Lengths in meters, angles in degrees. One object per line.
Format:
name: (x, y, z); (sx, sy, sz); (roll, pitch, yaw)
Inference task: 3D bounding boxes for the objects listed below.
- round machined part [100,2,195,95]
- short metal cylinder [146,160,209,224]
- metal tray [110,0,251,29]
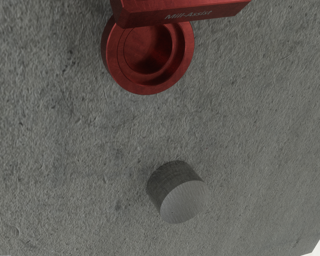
round machined part: (-0.016, -0.088, 0.333); (0.099, 0.042, 0.097); (-14, 124, -21)
short metal cylinder: (0.026, 0.096, 0.464); (0.081, 0.050, 0.079); (-14, 124, -21)
metal tray: (0.014, -0.147, 0.287); (0.131, 0.030, 0.090); (-14, 85, -21)
